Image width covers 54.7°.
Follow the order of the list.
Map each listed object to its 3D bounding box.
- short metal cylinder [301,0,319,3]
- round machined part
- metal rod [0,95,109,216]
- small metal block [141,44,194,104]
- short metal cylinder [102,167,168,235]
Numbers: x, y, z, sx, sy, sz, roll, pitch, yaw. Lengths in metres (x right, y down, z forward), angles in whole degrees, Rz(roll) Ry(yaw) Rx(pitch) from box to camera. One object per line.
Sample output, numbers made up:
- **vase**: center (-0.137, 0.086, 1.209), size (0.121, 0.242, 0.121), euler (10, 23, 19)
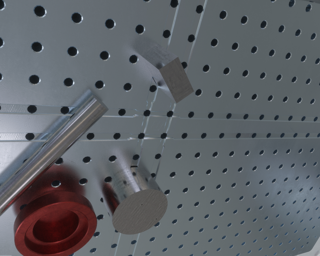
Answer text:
- **short metal cylinder**: center (0.214, -0.199, 0.389), size (0.081, 0.050, 0.079), euler (-14, 124, -21)
- **round machined part**: center (-0.135, 0.120, 0.401), size (0.099, 0.042, 0.097), euler (-14, 124, -21)
- **metal rod**: center (-0.175, 0.075, 0.361), size (0.300, 0.025, 0.025), euler (-44, 130, 2)
- **small metal block**: center (0.009, -0.064, 0.361), size (0.025, 0.050, 0.050), euler (-35, 129, -5)
- **short metal cylinder**: center (-0.036, 0.103, 0.439), size (0.081, 0.050, 0.079), euler (-14, 124, -21)
